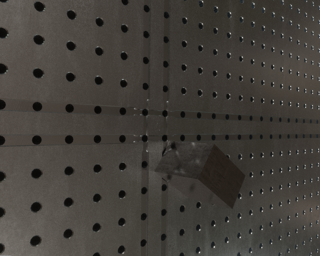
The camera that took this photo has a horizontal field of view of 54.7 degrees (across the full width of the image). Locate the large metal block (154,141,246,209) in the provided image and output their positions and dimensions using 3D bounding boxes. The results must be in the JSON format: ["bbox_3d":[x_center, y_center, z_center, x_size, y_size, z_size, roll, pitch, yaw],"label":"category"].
[{"bbox_3d":[0.055,0.062,0.422,0.080,0.080,0.050,43,64,-32],"label":"large metal block"}]
